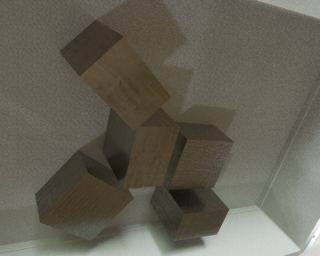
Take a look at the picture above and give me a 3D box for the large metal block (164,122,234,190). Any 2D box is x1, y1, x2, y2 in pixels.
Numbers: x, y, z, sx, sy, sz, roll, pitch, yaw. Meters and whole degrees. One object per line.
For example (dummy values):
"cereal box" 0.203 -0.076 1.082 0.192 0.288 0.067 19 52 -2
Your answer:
"large metal block" 0.047 0.040 0.445 0.081 0.050 0.079 4 116 -31

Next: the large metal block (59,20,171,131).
"large metal block" -0.046 -0.054 0.314 0.050 0.080 0.080 -43 130 -2

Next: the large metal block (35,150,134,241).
"large metal block" -0.096 0.087 0.395 0.080 0.050 0.080 -46 130 4

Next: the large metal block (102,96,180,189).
"large metal block" -0.027 0.014 0.369 0.050 0.080 0.079 1 118 -29

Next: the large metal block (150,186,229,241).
"large metal block" 0.043 0.119 0.472 0.081 0.080 0.050 4 116 -31
